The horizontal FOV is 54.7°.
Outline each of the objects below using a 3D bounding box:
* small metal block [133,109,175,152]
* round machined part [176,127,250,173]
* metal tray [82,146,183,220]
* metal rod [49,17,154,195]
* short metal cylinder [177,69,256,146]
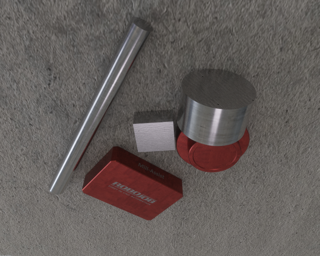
[{"bbox_3d":[-0.007,0.004,0.411,0.050,0.025,0.050,-4,130,3],"label":"small metal block"},{"bbox_3d":[0.071,0.022,0.416,0.099,0.042,0.097,0,130,0],"label":"round machined part"},{"bbox_3d":[-0.041,0.090,0.480,0.131,0.030,0.090,31,124,-24],"label":"metal tray"},{"bbox_3d":[-0.090,-0.006,0.400,0.025,0.025,0.298,23,127,-18],"label":"metal rod"},{"bbox_3d":[0.062,-0.025,0.350,0.081,0.080,0.050,3,130,-3],"label":"short metal cylinder"}]
